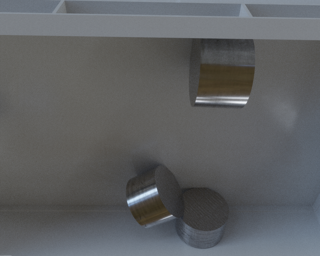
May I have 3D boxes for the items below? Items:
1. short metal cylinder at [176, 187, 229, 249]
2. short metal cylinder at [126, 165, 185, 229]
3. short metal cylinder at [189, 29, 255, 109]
[{"bbox_3d":[0.066,0.143,0.496,0.081,0.080,0.050,1,130,-1],"label":"short metal cylinder"},{"bbox_3d":[-0.006,0.102,0.460,0.050,0.080,0.080,-27,125,21],"label":"short metal cylinder"},{"bbox_3d":[0.061,-0.061,0.322,0.050,0.080,0.079,2,130,-2],"label":"short metal cylinder"}]
